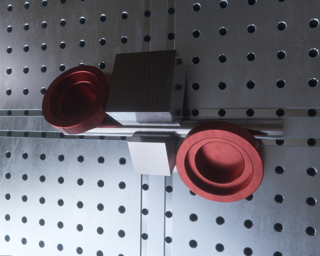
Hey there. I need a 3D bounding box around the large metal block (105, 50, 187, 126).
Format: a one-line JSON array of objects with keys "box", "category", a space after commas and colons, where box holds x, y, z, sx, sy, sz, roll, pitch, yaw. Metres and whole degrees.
[{"box": [-0.015, -0.049, 0.393, 0.080, 0.050, 0.080, 1, 72, 20], "category": "large metal block"}]

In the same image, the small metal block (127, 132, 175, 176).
[{"box": [-0.010, 0.034, 0.406, 0.050, 0.025, 0.050, 1, 119, 20], "category": "small metal block"}]

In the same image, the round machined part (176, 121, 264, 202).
[{"box": [0.071, 0.036, 0.365, 0.098, 0.042, 0.097, 8, 118, 16], "category": "round machined part"}]

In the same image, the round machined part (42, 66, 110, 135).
[{"box": [-0.108, -0.035, 0.428, 0.098, 0.042, 0.098, -8, 62, 15], "category": "round machined part"}]

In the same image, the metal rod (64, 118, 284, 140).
[{"box": [0.002, 0.000, 0.412, 0.301, 0.025, 0.025, 1, 90, 19], "category": "metal rod"}]
